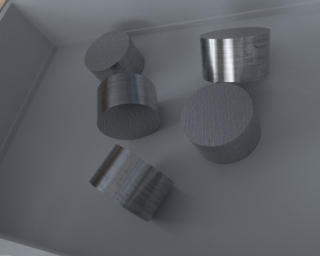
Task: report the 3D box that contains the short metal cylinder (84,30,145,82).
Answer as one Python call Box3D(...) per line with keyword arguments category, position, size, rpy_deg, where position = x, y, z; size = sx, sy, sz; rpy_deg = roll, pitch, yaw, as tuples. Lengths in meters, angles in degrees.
Box3D(category="short metal cylinder", position=(-0.072, -0.108, 0.494), size=(0.080, 0.050, 0.080), rpy_deg=(-13, 56, 21))

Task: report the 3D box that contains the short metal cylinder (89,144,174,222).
Box3D(category="short metal cylinder", position=(-0.032, 0.061, 0.349), size=(0.080, 0.080, 0.050), rpy_deg=(26, 76, 37))

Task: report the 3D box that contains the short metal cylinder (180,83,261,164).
Box3D(category="short metal cylinder", position=(0.070, -0.005, 0.355), size=(0.080, 0.050, 0.080), rpy_deg=(-13, 57, 21))

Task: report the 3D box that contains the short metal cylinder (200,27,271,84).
Box3D(category="short metal cylinder", position=(0.090, -0.089, 0.373), size=(0.080, 0.050, 0.080), rpy_deg=(-6, 24, 3))

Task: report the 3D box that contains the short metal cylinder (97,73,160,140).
Box3D(category="short metal cylinder", position=(-0.042, -0.027, 0.409), size=(0.080, 0.080, 0.050), rpy_deg=(-20, 54, 17))
